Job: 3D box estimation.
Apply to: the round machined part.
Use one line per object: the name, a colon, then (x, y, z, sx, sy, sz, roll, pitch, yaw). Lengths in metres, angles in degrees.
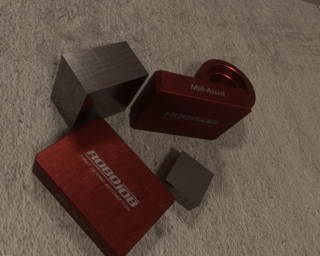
round machined part: (0.094, -0.056, 0.478, 0.099, 0.042, 0.098, 15, 53, -20)

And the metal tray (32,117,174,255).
metal tray: (-0.058, 0.061, 0.333, 0.130, 0.030, 0.091, 47, 51, 5)

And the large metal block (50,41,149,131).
large metal block: (-0.072, -0.049, 0.360, 0.081, 0.080, 0.050, -25, 76, -37)

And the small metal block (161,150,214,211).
small metal block: (0.032, 0.065, 0.383, 0.050, 0.025, 0.050, 38, 51, -3)

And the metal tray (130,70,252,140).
metal tray: (0.038, -0.024, 0.398, 0.131, 0.090, 0.030, 9, 58, -24)
